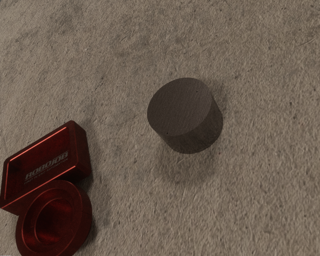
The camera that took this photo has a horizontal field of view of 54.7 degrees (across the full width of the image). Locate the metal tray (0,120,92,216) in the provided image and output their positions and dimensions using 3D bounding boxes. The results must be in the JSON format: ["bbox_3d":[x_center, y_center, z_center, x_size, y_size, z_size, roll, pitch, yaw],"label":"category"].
[{"bbox_3d":[-0.165,0.056,0.444,0.130,0.030,0.090,-30,46,8],"label":"metal tray"}]

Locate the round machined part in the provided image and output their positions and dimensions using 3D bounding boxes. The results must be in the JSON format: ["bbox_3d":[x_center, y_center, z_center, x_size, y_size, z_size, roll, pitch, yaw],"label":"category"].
[{"bbox_3d":[-0.125,0.118,0.384,0.098,0.042,0.098,-13,57,20],"label":"round machined part"}]

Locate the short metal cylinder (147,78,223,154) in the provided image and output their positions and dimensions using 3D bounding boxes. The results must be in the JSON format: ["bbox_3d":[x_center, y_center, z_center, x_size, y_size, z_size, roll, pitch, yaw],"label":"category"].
[{"bbox_3d":[0.031,-0.015,0.379,0.080,0.050,0.080,-13,56,20],"label":"short metal cylinder"}]
